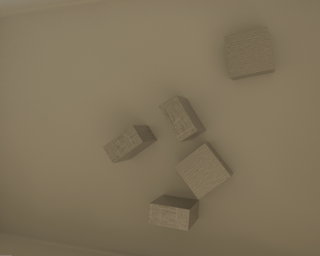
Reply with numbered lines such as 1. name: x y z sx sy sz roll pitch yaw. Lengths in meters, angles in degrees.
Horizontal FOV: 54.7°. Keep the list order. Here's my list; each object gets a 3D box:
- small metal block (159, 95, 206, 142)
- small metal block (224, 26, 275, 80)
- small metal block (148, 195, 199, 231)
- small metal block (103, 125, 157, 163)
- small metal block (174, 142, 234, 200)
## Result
1. small metal block: 0.029 -0.011 0.387 0.025 0.050 0.050 -33 80 17
2. small metal block: 0.107 -0.088 0.372 0.050 0.025 0.050 -9 87 19
3. small metal block: 0.019 0.105 0.391 0.050 0.050 0.025 4 92 20
4. small metal block: -0.038 0.021 0.411 0.050 0.050 0.025 -36 79 16
5. small metal block: 0.055 0.053 0.391 0.050 0.025 0.050 -40 78 15
